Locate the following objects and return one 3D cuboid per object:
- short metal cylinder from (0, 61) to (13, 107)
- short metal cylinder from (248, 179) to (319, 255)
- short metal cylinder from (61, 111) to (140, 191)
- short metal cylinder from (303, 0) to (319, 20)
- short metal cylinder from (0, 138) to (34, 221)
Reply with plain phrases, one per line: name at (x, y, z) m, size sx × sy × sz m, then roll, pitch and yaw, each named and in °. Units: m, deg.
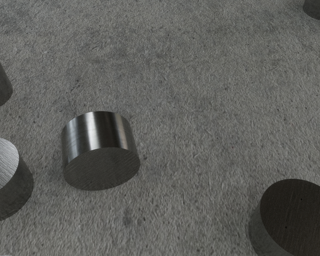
short metal cylinder at (-0.260, -0.065, 0.440) m, size 0.080 × 0.050 × 0.080 m, roll 0°, pitch 50°, yaw 0°
short metal cylinder at (0.134, 0.098, 0.306) m, size 0.080 × 0.050 × 0.080 m, roll 0°, pitch 50°, yaw 0°
short metal cylinder at (-0.067, 0.027, 0.344) m, size 0.081 × 0.080 × 0.050 m, roll -12°, pitch 51°, yaw -10°
short metal cylinder at (0.327, -0.250, 0.599) m, size 0.080 × 0.050 × 0.080 m, roll 0°, pitch 50°, yaw 0°
short metal cylinder at (-0.187, 0.056, 0.338) m, size 0.080 × 0.050 × 0.080 m, roll 0°, pitch 50°, yaw 0°
